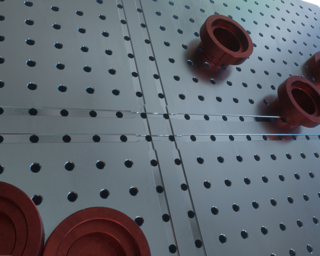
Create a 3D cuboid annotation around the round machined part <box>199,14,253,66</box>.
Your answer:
[{"bbox_3d":[0.112,-0.149,0.547,0.099,0.042,0.098,13,56,-21],"label":"round machined part"}]

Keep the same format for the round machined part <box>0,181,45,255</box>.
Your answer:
[{"bbox_3d":[-0.146,0.095,0.252,0.099,0.042,0.098,7,57,-10],"label":"round machined part"}]

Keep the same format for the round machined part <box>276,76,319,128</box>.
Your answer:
[{"bbox_3d":[0.249,-0.042,0.556,0.099,0.042,0.098,13,56,-21],"label":"round machined part"}]

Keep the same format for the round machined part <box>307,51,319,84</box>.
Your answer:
[{"bbox_3d":[0.377,-0.131,0.678,0.099,0.042,0.098,13,56,-21],"label":"round machined part"}]

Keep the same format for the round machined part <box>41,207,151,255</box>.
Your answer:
[{"bbox_3d":[-0.061,0.127,0.287,0.099,0.042,0.098,13,56,-21],"label":"round machined part"}]
